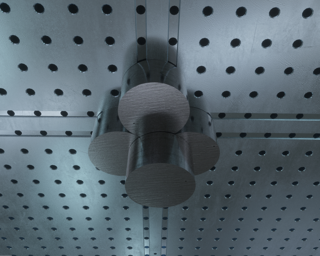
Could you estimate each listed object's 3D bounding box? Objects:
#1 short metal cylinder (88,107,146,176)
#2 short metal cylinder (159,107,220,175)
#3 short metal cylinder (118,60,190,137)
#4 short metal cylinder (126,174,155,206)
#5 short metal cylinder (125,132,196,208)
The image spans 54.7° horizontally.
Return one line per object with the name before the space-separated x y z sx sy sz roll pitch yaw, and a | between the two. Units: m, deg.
short metal cylinder | -0.050 0.018 0.410 0.081 0.050 0.079 0 130 0
short metal cylinder | 0.035 0.019 0.411 0.081 0.050 0.079 0 130 0
short metal cylinder | -0.007 -0.033 0.366 0.081 0.050 0.079 -1 130 -1
short metal cylinder | -0.008 0.070 0.454 0.081 0.050 0.079 -1 128 0
short metal cylinder | 0.000 0.051 0.372 0.081 0.050 0.079 0 130 0
